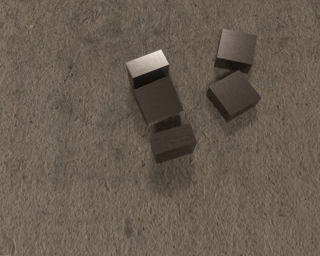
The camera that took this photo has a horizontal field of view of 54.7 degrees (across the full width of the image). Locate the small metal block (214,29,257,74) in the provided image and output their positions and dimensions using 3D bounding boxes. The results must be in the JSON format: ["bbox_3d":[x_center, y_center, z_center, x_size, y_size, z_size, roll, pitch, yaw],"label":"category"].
[{"bbox_3d":[0.110,-0.112,0.450,0.050,0.025,0.050,13,70,4],"label":"small metal block"}]

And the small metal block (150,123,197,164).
[{"bbox_3d":[0.016,0.021,0.388,0.050,0.050,0.025,-17,71,-6],"label":"small metal block"}]

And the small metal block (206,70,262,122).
[{"bbox_3d":[0.100,-0.044,0.425,0.050,0.025,0.050,-30,73,-11],"label":"small metal block"}]

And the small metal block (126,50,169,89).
[{"bbox_3d":[-0.016,-0.074,0.422,0.050,0.050,0.025,-23,71,-8],"label":"small metal block"}]

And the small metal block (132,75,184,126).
[{"bbox_3d":[-0.004,-0.037,0.411,0.050,0.025,0.050,-25,100,-9],"label":"small metal block"}]
